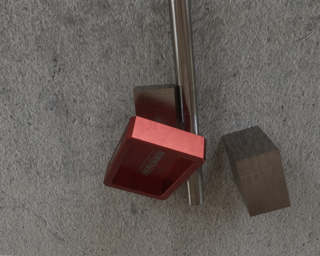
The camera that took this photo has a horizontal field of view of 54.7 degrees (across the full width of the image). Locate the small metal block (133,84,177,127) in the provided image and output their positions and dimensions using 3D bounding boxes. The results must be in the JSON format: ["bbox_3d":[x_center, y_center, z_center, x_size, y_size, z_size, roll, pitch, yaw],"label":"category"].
[{"bbox_3d":[-0.006,-0.028,0.399,0.050,0.025,0.050,-5,110,1],"label":"small metal block"}]

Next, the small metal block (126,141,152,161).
[{"bbox_3d":[-0.019,0.025,0.406,0.050,0.025,0.050,13,144,-5],"label":"small metal block"}]

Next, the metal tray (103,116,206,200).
[{"bbox_3d":[-0.011,0.044,0.383,0.091,0.030,0.129,17,143,-12],"label":"metal tray"}]

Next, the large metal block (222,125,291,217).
[{"bbox_3d":[0.122,0.053,0.402,0.050,0.080,0.080,-17,110,6],"label":"large metal block"}]

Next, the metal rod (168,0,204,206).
[{"bbox_3d":[0.035,-0.034,0.397,0.025,0.025,0.298,-6,110,2],"label":"metal rod"}]
